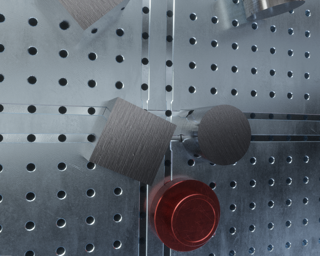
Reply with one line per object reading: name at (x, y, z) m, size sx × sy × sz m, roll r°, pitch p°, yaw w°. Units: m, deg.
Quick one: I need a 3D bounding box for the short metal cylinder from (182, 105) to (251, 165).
short metal cylinder at (0.077, 0.009, 0.427) m, size 0.081 × 0.050 × 0.080 m, roll 0°, pitch 90°, yaw -20°

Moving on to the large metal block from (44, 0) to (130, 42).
large metal block at (-0.090, -0.164, 0.366) m, size 0.080 × 0.050 × 0.080 m, roll -44°, pitch 104°, yaw -15°

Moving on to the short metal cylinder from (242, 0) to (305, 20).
short metal cylinder at (0.159, -0.191, 0.441) m, size 0.081 × 0.080 × 0.050 m, roll -15°, pitch 95°, yaw -19°

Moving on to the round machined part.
round machined part at (0.039, 0.119, 0.418) m, size 0.099 × 0.042 × 0.097 m, roll 0°, pitch 90°, yaw -20°

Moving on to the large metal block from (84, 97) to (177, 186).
large metal block at (-0.038, 0.017, 0.385) m, size 0.080 × 0.050 × 0.080 m, roll 26°, pitch 82°, yaw -18°
